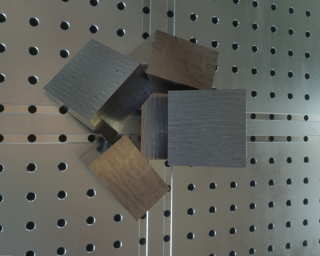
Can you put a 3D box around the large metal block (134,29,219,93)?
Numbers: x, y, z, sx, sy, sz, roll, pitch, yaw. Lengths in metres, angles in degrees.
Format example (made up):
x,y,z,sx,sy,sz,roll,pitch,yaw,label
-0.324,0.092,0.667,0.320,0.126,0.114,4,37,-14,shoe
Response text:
x,y,z,sx,sy,sz,roll,pitch,yaw,label
0.014,-0.075,0.389,0.081,0.080,0.050,14,85,-19,large metal block

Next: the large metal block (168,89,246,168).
x,y,z,sx,sy,sz,roll,pitch,yaw,label
0.054,0.000,0.345,0.080,0.050,0.080,0,89,14,large metal block

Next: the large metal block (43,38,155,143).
x,y,z,sx,sy,sz,roll,pitch,yaw,label
-0.068,-0.044,0.351,0.080,0.080,0.050,-51,150,-13,large metal block

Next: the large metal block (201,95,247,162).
x,y,z,sx,sy,sz,roll,pitch,yaw,label
0.086,0.000,0.406,0.050,0.080,0.080,0,90,18,large metal block

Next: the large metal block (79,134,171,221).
x,y,z,sx,sy,sz,roll,pitch,yaw,label
-0.045,0.053,0.365,0.050,0.080,0.080,-42,104,-16,large metal block

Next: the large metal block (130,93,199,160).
x,y,z,sx,sy,sz,roll,pitch,yaw,label
0.007,-0.002,0.402,0.081,0.050,0.080,1,90,-20,large metal block
